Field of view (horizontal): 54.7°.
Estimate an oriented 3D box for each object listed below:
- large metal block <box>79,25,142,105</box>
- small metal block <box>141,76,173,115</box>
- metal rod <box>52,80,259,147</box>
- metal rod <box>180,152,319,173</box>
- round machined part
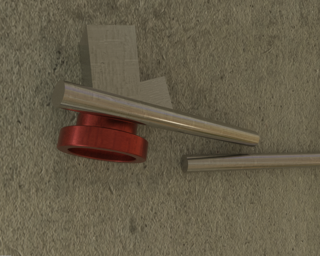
[{"bbox_3d":[-0.060,-0.067,0.358,0.050,0.080,0.079,-6,92,-20],"label":"large metal block"},{"bbox_3d":[-0.015,-0.036,0.404,0.050,0.025,0.050,-17,96,-20],"label":"small metal block"},{"bbox_3d":[0.025,-0.007,0.366,0.302,0.025,0.025,12,86,-40],"label":"metal rod"},{"bbox_3d":[0.175,0.050,0.475,0.303,0.025,0.025,1,90,-21],"label":"metal rod"},{"bbox_3d":[-0.062,0.010,0.350,0.099,0.098,0.042,12,74,-20],"label":"round machined part"}]
